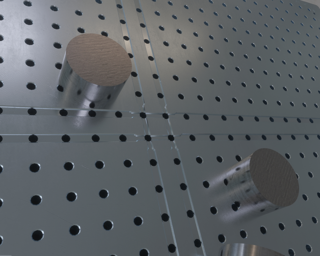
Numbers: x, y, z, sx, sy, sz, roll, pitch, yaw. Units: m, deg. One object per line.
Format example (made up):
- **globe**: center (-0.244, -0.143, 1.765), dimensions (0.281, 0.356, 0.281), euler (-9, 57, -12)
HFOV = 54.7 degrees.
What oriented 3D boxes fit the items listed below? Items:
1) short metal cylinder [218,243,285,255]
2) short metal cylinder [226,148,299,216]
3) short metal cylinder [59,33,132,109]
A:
- **short metal cylinder**: center (0.098, 0.163, 0.326), dimensions (0.080, 0.080, 0.050), euler (29, 52, -10)
- **short metal cylinder**: center (0.139, 0.074, 0.421), dimensions (0.081, 0.050, 0.080), euler (14, 56, -21)
- **short metal cylinder**: center (-0.082, -0.072, 0.391), dimensions (0.081, 0.050, 0.080), euler (14, 56, -21)
